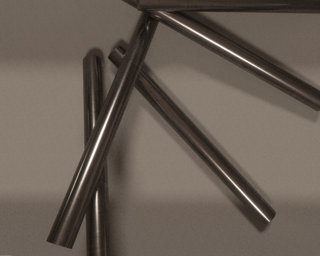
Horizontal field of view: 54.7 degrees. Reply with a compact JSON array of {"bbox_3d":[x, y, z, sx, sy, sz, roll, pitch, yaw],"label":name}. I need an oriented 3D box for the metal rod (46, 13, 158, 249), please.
[{"bbox_3d":[-0.053,-0.020,0.353,0.025,0.025,0.300,18,66,0],"label":"metal rod"}]

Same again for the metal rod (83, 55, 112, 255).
[{"bbox_3d":[-0.072,0.046,0.351,0.025,0.025,0.299,-7,66,0],"label":"metal rod"}]

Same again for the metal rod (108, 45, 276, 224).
[{"bbox_3d":[0.042,0.009,0.411,0.025,0.025,0.300,-43,91,0],"label":"metal rod"}]

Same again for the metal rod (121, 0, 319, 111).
[{"bbox_3d":[0.085,-0.103,0.398,0.301,0.025,0.025,28,90,-6],"label":"metal rod"}]

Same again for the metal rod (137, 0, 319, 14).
[{"bbox_3d":[0.123,-0.157,0.385,0.302,0.025,0.025,-3,90,-11],"label":"metal rod"}]
